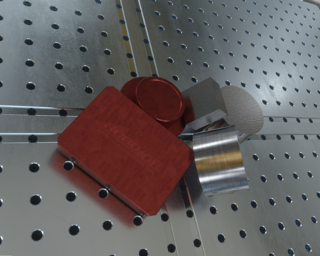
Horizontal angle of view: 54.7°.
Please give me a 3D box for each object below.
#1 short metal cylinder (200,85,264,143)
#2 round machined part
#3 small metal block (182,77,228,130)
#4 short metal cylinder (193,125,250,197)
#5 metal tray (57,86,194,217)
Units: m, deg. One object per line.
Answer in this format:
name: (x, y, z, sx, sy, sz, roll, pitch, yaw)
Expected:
short metal cylinder: (0.102, -0.015, 0.452, 0.081, 0.050, 0.080, 14, 56, -21)
round machined part: (-0.007, -0.028, 0.406, 0.099, 0.042, 0.098, 14, 56, -21)
small metal block: (0.057, -0.032, 0.414, 0.025, 0.050, 0.050, 27, 45, -48)
short metal cylinder: (0.075, 0.040, 0.376, 0.050, 0.080, 0.080, -13, 60, 14)
metal tray: (-0.036, 0.026, 0.350, 0.130, 0.030, 0.090, 39, 66, -3)
